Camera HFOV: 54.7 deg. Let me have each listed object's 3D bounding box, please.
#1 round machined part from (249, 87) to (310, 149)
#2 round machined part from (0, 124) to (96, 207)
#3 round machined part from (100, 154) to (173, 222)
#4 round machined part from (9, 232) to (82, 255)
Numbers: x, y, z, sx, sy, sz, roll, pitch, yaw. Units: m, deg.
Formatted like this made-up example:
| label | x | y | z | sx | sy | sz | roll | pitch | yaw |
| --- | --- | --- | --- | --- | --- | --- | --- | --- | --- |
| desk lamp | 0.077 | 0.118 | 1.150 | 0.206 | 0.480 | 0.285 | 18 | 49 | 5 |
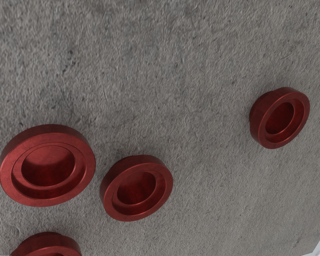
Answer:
| label | x | y | z | sx | sy | sz | roll | pitch | yaw |
| --- | --- | --- | --- | --- | --- | --- | --- | --- | --- |
| round machined part | 0.179 | -0.019 | 0.482 | 0.099 | 0.042 | 0.097 | -14 | 124 | -21 |
| round machined part | -0.126 | 0.038 | 0.350 | 0.099 | 0.042 | 0.097 | -14 | 124 | -21 |
| round machined part | -0.035 | 0.077 | 0.424 | 0.099 | 0.042 | 0.097 | -14 | 124 | -21 |
| round machined part | -0.158 | 0.181 | 0.421 | 0.099 | 0.042 | 0.097 | -14 | 124 | -21 |
